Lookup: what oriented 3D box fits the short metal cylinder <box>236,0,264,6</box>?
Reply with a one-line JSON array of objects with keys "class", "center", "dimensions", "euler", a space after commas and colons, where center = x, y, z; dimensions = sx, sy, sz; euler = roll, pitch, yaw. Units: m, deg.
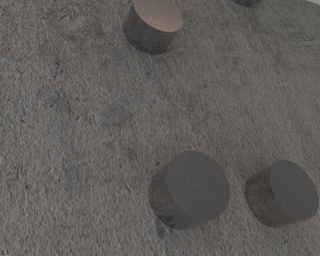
[{"class": "short metal cylinder", "center": [0.193, -0.310, 0.661], "dimensions": [0.081, 0.080, 0.050], "euler": [5, 60, -26]}]

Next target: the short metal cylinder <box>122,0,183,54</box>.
[{"class": "short metal cylinder", "center": [-0.012, -0.162, 0.480], "dimensions": [0.081, 0.050, 0.080], "euler": [14, 56, -21]}]

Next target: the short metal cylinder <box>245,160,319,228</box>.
[{"class": "short metal cylinder", "center": [0.165, 0.090, 0.421], "dimensions": [0.081, 0.050, 0.080], "euler": [14, 56, -21]}]

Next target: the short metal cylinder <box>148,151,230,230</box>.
[{"class": "short metal cylinder", "center": [0.033, 0.073, 0.361], "dimensions": [0.081, 0.050, 0.080], "euler": [14, 56, -21]}]
